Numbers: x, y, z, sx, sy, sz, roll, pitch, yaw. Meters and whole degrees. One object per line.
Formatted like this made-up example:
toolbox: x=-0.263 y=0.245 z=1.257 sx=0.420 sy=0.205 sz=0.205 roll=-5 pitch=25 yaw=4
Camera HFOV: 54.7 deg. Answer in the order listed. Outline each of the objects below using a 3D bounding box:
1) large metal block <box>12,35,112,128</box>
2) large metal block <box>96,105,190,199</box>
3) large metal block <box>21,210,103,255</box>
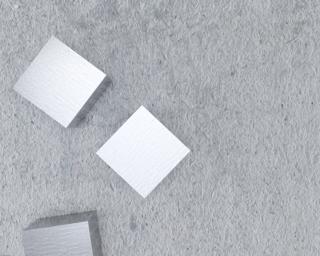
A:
large metal block: x=-0.121 y=-0.056 z=0.396 sx=0.080 sy=0.050 sz=0.080 roll=37 pitch=90 yaw=0
large metal block: x=-0.020 y=0.029 z=0.397 sx=0.080 sy=0.050 sz=0.080 roll=44 pitch=90 yaw=0
large metal block: x=-0.121 y=0.157 z=0.397 sx=0.080 sy=0.050 sz=0.080 roll=-9 pitch=90 yaw=0
